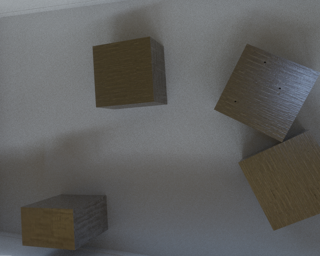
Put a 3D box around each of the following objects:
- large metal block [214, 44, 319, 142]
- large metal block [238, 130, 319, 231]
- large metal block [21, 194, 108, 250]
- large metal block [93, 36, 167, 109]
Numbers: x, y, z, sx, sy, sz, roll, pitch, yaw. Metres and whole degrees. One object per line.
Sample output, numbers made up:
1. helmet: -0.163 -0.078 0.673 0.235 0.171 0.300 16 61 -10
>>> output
1. large metal block: 0.120 -0.039 0.355 0.080 0.050 0.080 28 99 17
2. large metal block: 0.145 0.055 0.346 0.080 0.050 0.080 -29 81 17
3. large metal block: -0.128 0.125 0.427 0.080 0.080 0.050 -4 89 20
4. large metal block: -0.039 -0.069 0.411 0.080 0.050 0.080 -4 89 20
